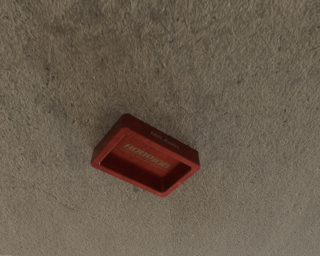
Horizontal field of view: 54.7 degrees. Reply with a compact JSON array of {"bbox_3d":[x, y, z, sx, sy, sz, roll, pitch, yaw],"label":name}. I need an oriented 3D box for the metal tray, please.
[{"bbox_3d":[-0.020,0.044,0.443,0.131,0.030,0.090,29,124,-23],"label":"metal tray"}]
